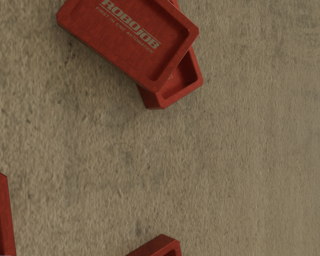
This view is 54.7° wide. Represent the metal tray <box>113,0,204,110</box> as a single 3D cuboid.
[{"bbox_3d":[0.000,-0.099,0.403,0.091,0.030,0.129,-34,111,-35],"label":"metal tray"}]

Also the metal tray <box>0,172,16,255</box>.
[{"bbox_3d":[-0.190,0.089,0.243,0.131,0.030,0.089,-8,95,-40],"label":"metal tray"}]

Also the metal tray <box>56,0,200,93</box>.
[{"bbox_3d":[-0.032,-0.111,0.338,0.130,0.030,0.090,35,89,-22],"label":"metal tray"}]

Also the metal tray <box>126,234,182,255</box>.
[{"bbox_3d":[-0.007,0.217,0.398,0.091,0.030,0.129,-17,101,-39],"label":"metal tray"}]
